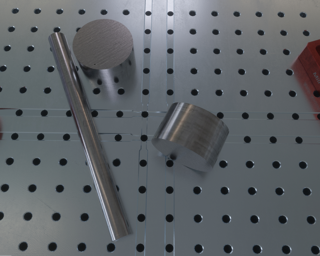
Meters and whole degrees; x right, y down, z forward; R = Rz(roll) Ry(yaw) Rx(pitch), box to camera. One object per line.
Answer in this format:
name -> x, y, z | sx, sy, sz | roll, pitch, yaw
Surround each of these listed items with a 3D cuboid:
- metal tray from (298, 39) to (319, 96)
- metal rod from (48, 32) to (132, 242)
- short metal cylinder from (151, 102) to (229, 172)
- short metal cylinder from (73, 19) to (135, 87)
metal tray -> 0.269, -0.070, 0.436 | 0.091, 0.030, 0.130 | -17, 71, -6
metal rod -> -0.099, -0.002, 0.411 | 0.025, 0.025, 0.299 | -20, 71, -7
short metal cylinder -> 0.037, 0.012, 0.378 | 0.080, 0.080, 0.050 | 25, 72, 9
short metal cylinder -> -0.076, -0.104, 0.436 | 0.081, 0.050, 0.080 | 0, 70, 0
